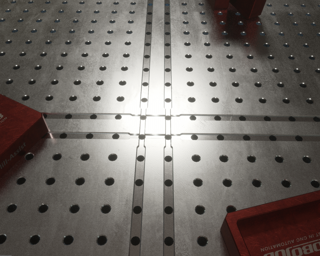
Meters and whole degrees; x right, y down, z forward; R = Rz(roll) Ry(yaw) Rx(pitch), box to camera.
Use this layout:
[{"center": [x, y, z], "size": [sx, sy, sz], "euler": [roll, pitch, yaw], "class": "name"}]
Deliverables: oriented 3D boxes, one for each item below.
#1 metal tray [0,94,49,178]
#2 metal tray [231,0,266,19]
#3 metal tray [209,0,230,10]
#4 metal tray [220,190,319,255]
[{"center": [-0.219, 0.019, 0.386], "size": [0.090, 0.030, 0.130], "euler": [23, 53, 18], "class": "metal tray"}, {"center": [0.167, -0.282, 0.572], "size": [0.030, 0.129, 0.090], "euler": [-23, 61, -18], "class": "metal tray"}, {"center": [0.116, -0.312, 0.603], "size": [0.030, 0.129, 0.090], "euler": [-7, 51, -6], "class": "metal tray"}, {"center": [0.138, 0.117, 0.307], "size": [0.131, 0.030, 0.090], "euler": [-11, 51, -10], "class": "metal tray"}]
